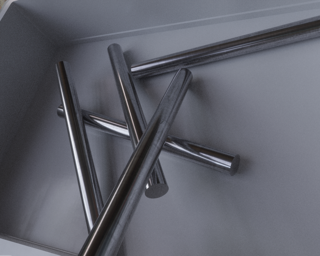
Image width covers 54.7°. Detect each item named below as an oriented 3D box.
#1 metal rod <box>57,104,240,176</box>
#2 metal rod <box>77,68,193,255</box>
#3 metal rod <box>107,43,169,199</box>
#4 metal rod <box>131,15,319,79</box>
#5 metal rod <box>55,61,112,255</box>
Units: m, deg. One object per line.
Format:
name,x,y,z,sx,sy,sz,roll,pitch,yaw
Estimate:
metal rod,-0.038,0.006,0.421,0.300,0.025,0.025,16,70,34
metal rod,-0.008,0.016,0.321,0.025,0.025,0.301,-7,33,25
metal rod,-0.040,-0.034,0.422,0.025,0.025,0.300,-30,44,9
metal rod,0.098,-0.109,0.421,0.300,0.025,0.025,-9,58,23
metal rod,-0.111,0.022,0.426,0.025,0.025,0.299,-28,60,11
